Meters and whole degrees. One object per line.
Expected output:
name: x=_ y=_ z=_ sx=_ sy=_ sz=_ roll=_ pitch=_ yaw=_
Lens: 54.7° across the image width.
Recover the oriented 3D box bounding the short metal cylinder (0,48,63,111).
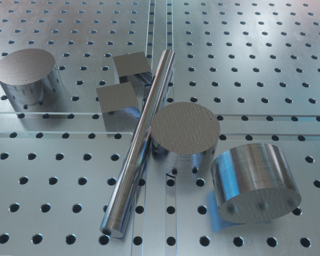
short metal cylinder: x=-0.187 y=-0.071 z=0.450 sx=0.080 sy=0.050 sz=0.080 roll=0 pitch=50 yaw=0

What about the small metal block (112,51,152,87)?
small metal block: x=-0.043 y=-0.090 z=0.483 sx=0.050 sy=0.025 sz=0.050 roll=-13 pitch=51 yaw=-11

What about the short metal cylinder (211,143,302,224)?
short metal cylinder: x=0.097 y=0.059 z=0.322 sx=0.081 sy=0.080 sz=0.050 roll=-3 pitch=50 yaw=-2

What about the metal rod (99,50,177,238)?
metal rod: x=-0.018 y=-0.005 z=0.411 sx=0.025 sy=0.025 sz=0.300 roll=10 pitch=51 yaw=8

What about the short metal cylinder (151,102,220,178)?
short metal cylinder: x=0.030 y=0.014 z=0.380 sx=0.080 sy=0.050 sz=0.080 roll=0 pitch=50 yaw=0

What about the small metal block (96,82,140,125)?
small metal block: x=-0.059 y=-0.035 z=0.437 sx=0.050 sy=0.025 sz=0.050 roll=-13 pitch=51 yaw=-11
